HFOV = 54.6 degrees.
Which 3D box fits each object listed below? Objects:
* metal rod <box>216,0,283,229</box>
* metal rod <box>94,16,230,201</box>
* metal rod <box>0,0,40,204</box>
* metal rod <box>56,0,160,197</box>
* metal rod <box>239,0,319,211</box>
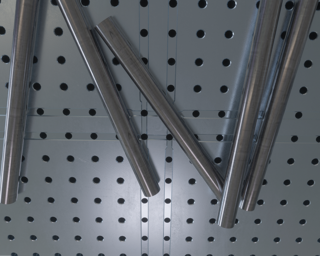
[{"bbox_3d":[0.110,-0.010,0.394,0.025,0.025,0.298,7,104,-3],"label":"metal rod"},{"bbox_3d":[0.017,-0.009,0.409,0.025,0.025,0.300,-33,107,11],"label":"metal rod"},{"bbox_3d":[-0.184,-0.033,0.399,0.025,0.025,0.298,14,110,-5],"label":"metal rod"},{"bbox_3d":[-0.064,-0.040,0.398,0.025,0.025,0.299,-19,109,7],"label":"metal rod"},{"bbox_3d":[0.150,-0.023,0.405,0.025,0.025,0.298,8,110,-3],"label":"metal rod"}]
